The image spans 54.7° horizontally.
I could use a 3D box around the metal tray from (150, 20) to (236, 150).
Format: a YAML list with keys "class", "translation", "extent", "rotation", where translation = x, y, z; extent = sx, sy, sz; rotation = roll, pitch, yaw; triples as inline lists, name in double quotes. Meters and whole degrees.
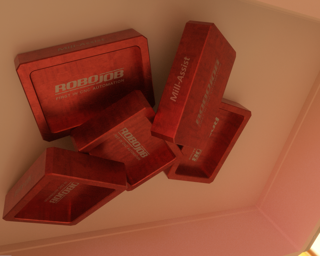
- class: "metal tray"
  translation: [0.043, -0.043, 0.357]
  extent: [0.090, 0.030, 0.129]
  rotation: [18, 90, -59]

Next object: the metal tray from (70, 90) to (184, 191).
- class: "metal tray"
  translation: [-0.032, 0.022, 0.373]
  extent: [0.090, 0.030, 0.130]
  rotation: [-33, 144, 2]

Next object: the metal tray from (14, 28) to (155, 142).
- class: "metal tray"
  translation: [-0.074, -0.047, 0.334]
  extent: [0.131, 0.030, 0.089]
  rotation: [-19, 126, -18]

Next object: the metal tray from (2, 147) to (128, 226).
- class: "metal tray"
  translation: [-0.109, 0.073, 0.352]
  extent: [0.091, 0.030, 0.129]
  rotation: [19, 137, -36]

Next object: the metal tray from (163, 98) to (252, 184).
- class: "metal tray"
  translation: [0.065, 0.018, 0.452]
  extent: [0.091, 0.030, 0.129]
  rotation: [13, 112, -34]
